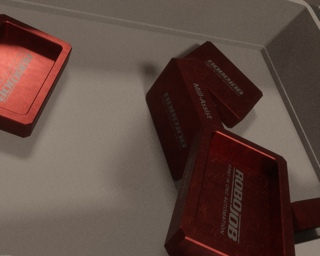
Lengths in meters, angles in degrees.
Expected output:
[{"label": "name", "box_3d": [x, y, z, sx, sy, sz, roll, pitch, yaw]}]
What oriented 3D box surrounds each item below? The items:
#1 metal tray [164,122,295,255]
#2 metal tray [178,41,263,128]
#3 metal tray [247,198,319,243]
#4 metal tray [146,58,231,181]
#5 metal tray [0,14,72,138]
[{"label": "metal tray", "box_3d": [0.064, 0.060, 0.264, 0.090, 0.030, 0.130, 26, 40, -3]}, {"label": "metal tray", "box_3d": [0.095, -0.073, 0.500, 0.130, 0.030, 0.091, 46, 51, 3]}, {"label": "metal tray", "box_3d": [0.188, 0.114, 0.397, 0.131, 0.090, 0.030, 0, 62, -29]}, {"label": "metal tray", "box_3d": [0.030, -0.011, 0.387, 0.030, 0.090, 0.130, -5, 65, -31]}, {"label": "metal tray", "box_3d": [-0.166, -0.062, 0.351, 0.091, 0.030, 0.130, 23, 53, -15]}]
